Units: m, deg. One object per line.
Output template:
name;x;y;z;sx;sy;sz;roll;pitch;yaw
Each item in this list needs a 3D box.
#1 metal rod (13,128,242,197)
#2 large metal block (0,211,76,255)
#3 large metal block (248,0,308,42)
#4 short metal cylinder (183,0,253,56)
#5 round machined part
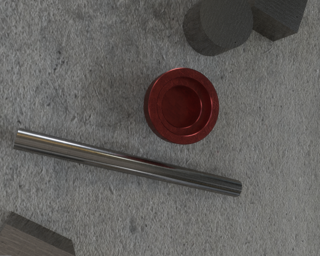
metal rod;-0.025;0.050;0.400;0.302;0.025;0.025;16;85;-20
large metal block;-0.152;0.152;0.340;0.080;0.050;0.080;34;79;-17
large metal block;0.167;-0.188;0.459;0.080;0.050;0.080;22;83;-19
short metal cylinder;0.079;-0.144;0.426;0.081;0.050;0.079;0;90;-20
round machined part;0.025;-0.028;0.410;0.099;0.042;0.097;0;90;-21
